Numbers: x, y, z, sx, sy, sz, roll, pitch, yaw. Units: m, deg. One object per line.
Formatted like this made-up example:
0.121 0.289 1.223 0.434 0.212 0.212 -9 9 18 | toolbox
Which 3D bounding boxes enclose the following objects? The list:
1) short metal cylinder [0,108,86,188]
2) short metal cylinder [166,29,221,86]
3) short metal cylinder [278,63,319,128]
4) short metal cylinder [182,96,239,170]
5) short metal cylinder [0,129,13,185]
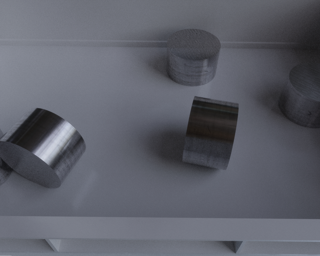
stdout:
-0.132 0.024 0.348 0.080 0.080 0.050 18 52 14 | short metal cylinder
0.050 -0.110 0.482 0.081 0.050 0.080 0 50 0 | short metal cylinder
0.213 -0.046 0.430 0.081 0.050 0.080 0 50 0 | short metal cylinder
0.059 0.006 0.365 0.050 0.080 0.080 11 51 8 | short metal cylinder
-0.218 0.031 0.359 0.081 0.050 0.080 0 50 1 | short metal cylinder
